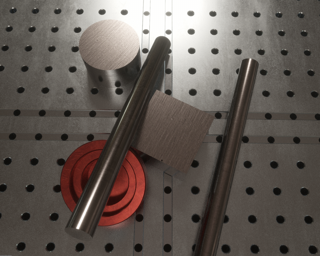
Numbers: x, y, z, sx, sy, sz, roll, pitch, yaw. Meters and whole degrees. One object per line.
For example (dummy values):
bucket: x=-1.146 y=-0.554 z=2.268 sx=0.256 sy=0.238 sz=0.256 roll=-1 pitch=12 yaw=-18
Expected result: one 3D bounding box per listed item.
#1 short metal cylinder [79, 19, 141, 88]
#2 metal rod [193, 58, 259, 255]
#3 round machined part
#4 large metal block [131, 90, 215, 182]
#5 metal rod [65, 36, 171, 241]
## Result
short metal cylinder: x=-0.068 y=-0.103 z=0.435 sx=0.081 sy=0.050 sz=0.080 roll=0 pitch=70 yaw=-1
metal rod: x=0.086 y=0.041 z=0.397 sx=0.025 sy=0.025 sz=0.299 roll=16 pitch=71 yaw=5
round machined part: x=-0.063 y=0.062 z=0.369 sx=0.099 sy=0.042 sz=0.097 roll=0 pitch=89 yaw=5
large metal block: x=0.013 y=0.010 z=0.395 sx=0.080 sy=0.050 sz=0.080 roll=26 pitch=72 yaw=9
metal rod: x=-0.033 y=-0.017 z=0.362 sx=0.025 sy=0.025 sz=0.300 roll=15 pitch=49 yaw=5
